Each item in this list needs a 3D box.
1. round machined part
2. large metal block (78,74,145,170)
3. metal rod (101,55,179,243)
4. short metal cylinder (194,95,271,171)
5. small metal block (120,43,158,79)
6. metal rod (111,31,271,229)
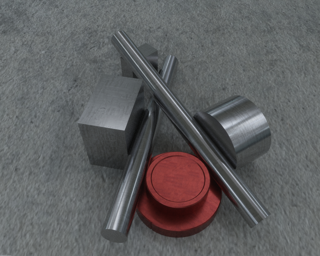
[{"bbox_3d":[0.019,0.065,0.340,0.099,0.042,0.098,0,50,0],"label":"round machined part"},{"bbox_3d":[-0.053,-0.006,0.373,0.050,0.080,0.080,9,51,7],"label":"large metal block"},{"bbox_3d":[-0.012,-0.003,0.388,0.025,0.025,0.300,9,44,7],"label":"metal rod"},{"bbox_3d":[0.082,0.008,0.364,0.050,0.080,0.080,-26,55,-20],"label":"short metal cylinder"},{"bbox_3d":[-0.030,-0.091,0.464,0.025,0.050,0.050,38,59,27],"label":"small metal block"},{"bbox_3d":[0.022,-0.016,0.374,0.025,0.025,0.300,-26,64,-20],"label":"metal rod"}]
